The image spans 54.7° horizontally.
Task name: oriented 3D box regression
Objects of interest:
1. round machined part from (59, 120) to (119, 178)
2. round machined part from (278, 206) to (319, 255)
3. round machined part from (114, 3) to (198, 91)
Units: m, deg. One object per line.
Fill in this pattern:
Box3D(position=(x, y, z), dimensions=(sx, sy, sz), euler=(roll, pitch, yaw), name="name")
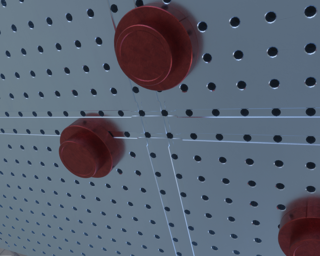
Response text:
Box3D(position=(-0.117, 0.039, 0.484), dimensions=(0.098, 0.042, 0.097), euler=(13, 124, 20), name="round machined part")
Box3D(position=(0.200, 0.149, 0.387), dimensions=(0.098, 0.042, 0.097), euler=(13, 124, 20), name="round machined part")
Box3D(position=(-0.010, -0.087, 0.351), dimensions=(0.098, 0.042, 0.097), euler=(13, 124, 20), name="round machined part")
